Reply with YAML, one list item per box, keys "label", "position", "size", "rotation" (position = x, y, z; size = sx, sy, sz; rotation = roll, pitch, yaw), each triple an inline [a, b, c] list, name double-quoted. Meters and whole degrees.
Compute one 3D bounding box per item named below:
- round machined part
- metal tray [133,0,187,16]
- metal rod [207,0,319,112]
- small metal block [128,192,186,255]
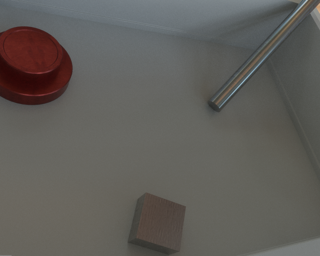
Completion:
- label: "round machined part"
  position: [-0.152, -0.079, 0.362]
  size: [0.099, 0.042, 0.098]
  rotation: [14, 56, -21]
- label: "metal tray"
  position: [-0.013, -0.268, 0.563]
  size: [0.091, 0.030, 0.130]
  rotation: [-1, 62, -29]
- label: "metal rod"
  position: [0.185, -0.139, 0.506]
  size: [0.025, 0.025, 0.301]
  rotation: [44, 78, 1]
- label: "small metal block"
  position: [-0.003, 0.106, 0.341]
  size: [0.050, 0.025, 0.050]
  rotation: [23, 53, -15]
